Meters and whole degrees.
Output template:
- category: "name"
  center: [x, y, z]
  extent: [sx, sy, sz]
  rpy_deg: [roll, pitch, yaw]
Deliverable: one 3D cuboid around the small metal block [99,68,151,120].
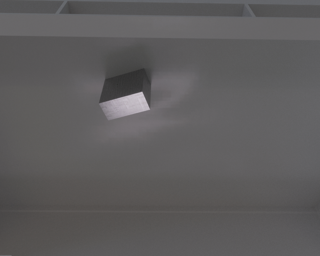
- category: "small metal block"
  center: [-0.039, -0.040, 0.358]
  extent: [0.050, 0.050, 0.025]
  rpy_deg: [-14, 129, 11]
